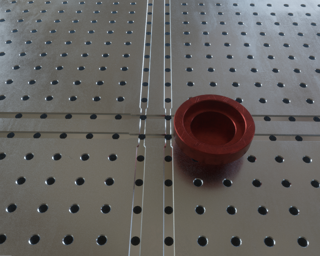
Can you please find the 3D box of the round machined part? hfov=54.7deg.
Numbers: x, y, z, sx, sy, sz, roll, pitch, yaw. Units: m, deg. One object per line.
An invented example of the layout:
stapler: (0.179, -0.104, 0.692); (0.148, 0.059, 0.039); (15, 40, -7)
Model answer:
round machined part: (0.066, 0.006, 0.392); (0.099, 0.042, 0.098); (0, 50, 0)
